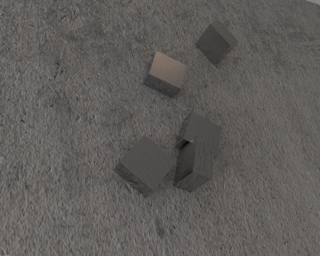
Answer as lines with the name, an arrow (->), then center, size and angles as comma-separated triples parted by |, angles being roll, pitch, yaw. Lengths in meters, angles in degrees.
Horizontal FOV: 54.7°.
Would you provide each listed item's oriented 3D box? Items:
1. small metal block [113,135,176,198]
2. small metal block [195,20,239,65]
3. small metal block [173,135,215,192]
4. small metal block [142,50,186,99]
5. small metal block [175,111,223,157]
small metal block -> -0.018, 0.045, 0.367 | 0.050, 0.025, 0.050 | 41, 51, 0
small metal block -> 0.096, -0.145, 0.527 | 0.025, 0.050, 0.050 | -33, 81, -38
small metal block -> 0.042, 0.045, 0.383 | 0.025, 0.050, 0.050 | 23, 53, -15
small metal block -> 0.007, -0.079, 0.455 | 0.050, 0.025, 0.050 | 24, 53, -14
small metal block -> 0.054, 0.013, 0.425 | 0.050, 0.025, 0.050 | 28, 52, -10
